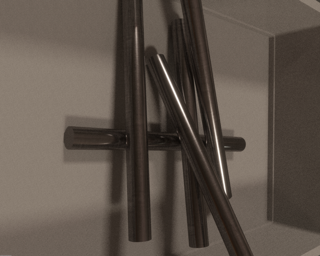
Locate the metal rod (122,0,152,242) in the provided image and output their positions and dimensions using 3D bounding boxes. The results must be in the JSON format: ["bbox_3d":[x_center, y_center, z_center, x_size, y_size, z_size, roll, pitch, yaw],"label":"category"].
[{"bbox_3d":[-0.028,-0.026,0.358,0.025,0.025,0.298,5,79,-40],"label":"metal rod"}]

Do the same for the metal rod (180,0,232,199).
[{"bbox_3d":[0.065,-0.036,0.421,0.025,0.025,0.298,-27,112,-37],"label":"metal rod"}]

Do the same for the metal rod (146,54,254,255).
[{"bbox_3d":[0.050,0.045,0.375,0.025,0.025,0.299,-13,74,-40],"label":"metal rod"}]

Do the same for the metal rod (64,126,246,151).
[{"bbox_3d":[0.019,0.019,0.424,0.302,0.025,0.025,4,88,-40],"label":"metal rod"}]

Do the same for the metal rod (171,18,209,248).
[{"bbox_3d":[0.038,0.000,0.410,0.025,0.025,0.298,3,79,-40],"label":"metal rod"}]
